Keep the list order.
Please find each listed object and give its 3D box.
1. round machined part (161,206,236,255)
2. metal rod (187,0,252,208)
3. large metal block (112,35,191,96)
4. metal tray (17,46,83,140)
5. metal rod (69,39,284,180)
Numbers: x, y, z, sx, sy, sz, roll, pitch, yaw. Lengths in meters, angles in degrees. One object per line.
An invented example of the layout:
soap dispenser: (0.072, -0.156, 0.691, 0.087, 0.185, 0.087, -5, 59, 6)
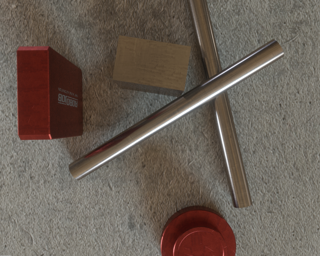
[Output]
round machined part: (0.050, 0.155, 0.402, 0.099, 0.042, 0.097, 0, 90, -1)
metal rod: (0.077, -0.043, 0.410, 0.025, 0.025, 0.298, -13, 90, 0)
large metal block: (-0.009, -0.072, 0.382, 0.081, 0.080, 0.050, 9, 90, -1)
metal tray: (-0.120, -0.034, 0.356, 0.030, 0.130, 0.089, -1, 90, 0)
metal rod: (0.015, -0.019, 0.392, 0.301, 0.025, 0.025, -31, 91, 6)
